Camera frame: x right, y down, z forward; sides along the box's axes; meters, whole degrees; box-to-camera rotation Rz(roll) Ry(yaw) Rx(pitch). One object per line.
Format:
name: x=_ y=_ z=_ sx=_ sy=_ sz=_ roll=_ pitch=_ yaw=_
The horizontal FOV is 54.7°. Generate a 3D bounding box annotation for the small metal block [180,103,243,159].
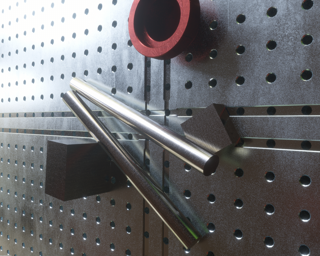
small metal block: x=0.059 y=0.006 z=0.360 sx=0.050 sy=0.025 sz=0.050 roll=-34 pitch=69 yaw=34

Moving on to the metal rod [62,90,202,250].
metal rod: x=-0.053 y=0.044 z=0.440 sx=0.300 sy=0.025 sz=0.025 roll=45 pitch=117 yaw=26

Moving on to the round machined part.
round machined part: x=0.010 y=-0.134 z=0.389 sx=0.098 sy=0.042 sz=0.097 roll=0 pitch=90 yaw=39

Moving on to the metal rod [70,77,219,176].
metal rod: x=-0.043 y=-0.017 z=0.424 sx=0.300 sy=0.025 sz=0.025 roll=30 pitch=109 yaw=41

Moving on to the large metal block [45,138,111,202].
large metal block: x=-0.123 y=0.060 z=0.472 sx=0.050 sy=0.081 sz=0.079 roll=7 pitch=95 yaw=39
